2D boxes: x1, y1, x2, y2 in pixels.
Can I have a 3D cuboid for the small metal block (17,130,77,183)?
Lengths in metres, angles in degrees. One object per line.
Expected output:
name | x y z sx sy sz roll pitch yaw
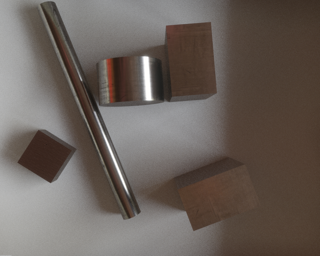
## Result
small metal block | -0.148 0.037 0.410 0.050 0.025 0.050 32 90 -1

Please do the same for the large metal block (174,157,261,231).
large metal block | 0.066 0.077 0.385 0.080 0.080 0.050 -21 90 0

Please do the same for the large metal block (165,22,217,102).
large metal block | 0.035 -0.077 0.384 0.050 0.080 0.079 -5 90 0

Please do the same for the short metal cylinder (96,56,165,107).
short metal cylinder | -0.036 -0.055 0.383 0.081 0.080 0.050 -4 90 -1

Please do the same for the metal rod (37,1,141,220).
metal rod | -0.094 -0.023 0.410 0.025 0.025 0.299 -22 90 0
